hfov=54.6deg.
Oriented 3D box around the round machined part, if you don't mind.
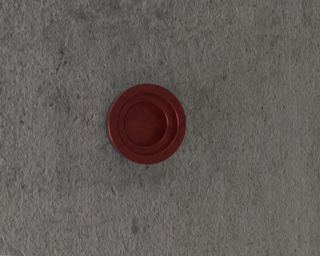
[{"bbox_3d":[-0.020,-0.005,0.392,0.099,0.042,0.097,0,90,-20],"label":"round machined part"}]
